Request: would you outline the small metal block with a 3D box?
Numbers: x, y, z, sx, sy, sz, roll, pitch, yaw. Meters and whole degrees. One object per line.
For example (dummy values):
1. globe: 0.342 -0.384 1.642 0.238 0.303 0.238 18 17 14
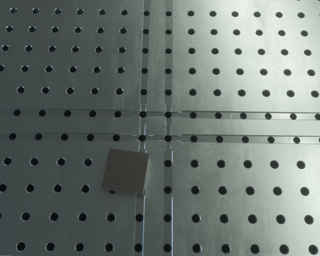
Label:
1. small metal block: -0.042 0.056 0.391 0.050 0.025 0.050 7 70 2
